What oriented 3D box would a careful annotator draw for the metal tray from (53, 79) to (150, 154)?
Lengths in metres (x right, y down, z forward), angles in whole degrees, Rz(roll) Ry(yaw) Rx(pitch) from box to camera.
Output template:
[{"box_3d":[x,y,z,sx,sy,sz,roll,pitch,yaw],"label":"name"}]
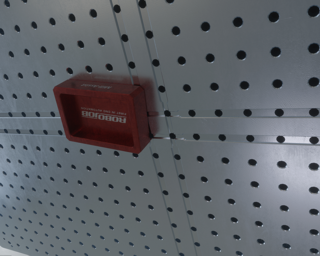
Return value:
[{"box_3d":[-0.082,-0.018,0.441,0.130,0.030,0.089,8,122,24],"label":"metal tray"}]
